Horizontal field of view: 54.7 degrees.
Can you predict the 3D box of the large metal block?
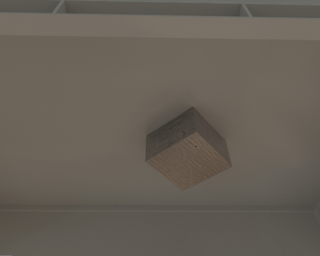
[{"bbox_3d":[0.038,0.031,0.420,0.080,0.050,0.080,-32,124,24],"label":"large metal block"}]
